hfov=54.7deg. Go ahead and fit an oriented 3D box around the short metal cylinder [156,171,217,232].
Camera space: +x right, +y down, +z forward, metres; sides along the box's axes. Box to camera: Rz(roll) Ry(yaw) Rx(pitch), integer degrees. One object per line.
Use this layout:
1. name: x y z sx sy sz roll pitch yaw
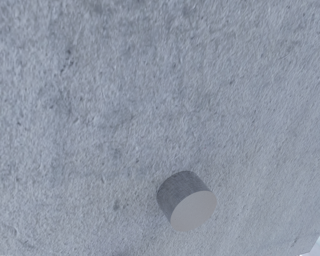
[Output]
1. short metal cylinder: 0.041 0.115 0.486 0.081 0.050 0.079 -14 125 -21
